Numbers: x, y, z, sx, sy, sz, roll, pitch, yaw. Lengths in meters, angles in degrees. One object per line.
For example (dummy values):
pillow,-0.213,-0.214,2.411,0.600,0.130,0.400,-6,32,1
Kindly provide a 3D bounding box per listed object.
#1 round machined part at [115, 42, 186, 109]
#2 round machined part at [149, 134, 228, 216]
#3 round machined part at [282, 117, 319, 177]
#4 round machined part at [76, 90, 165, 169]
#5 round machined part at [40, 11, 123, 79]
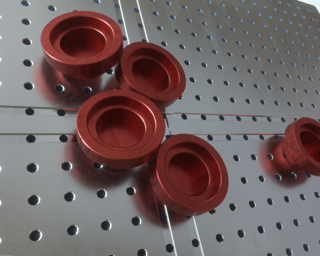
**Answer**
round machined part,-0.016,-0.068,0.431,0.099,0.042,0.098,14,56,-22
round machined part,0.031,0.059,0.380,0.099,0.042,0.098,14,56,-21
round machined part,0.243,0.034,0.511,0.099,0.042,0.098,14,56,-21
round machined part,-0.046,0.005,0.361,0.099,0.042,0.098,7,53,-9
round machined part,-0.096,-0.101,0.395,0.099,0.042,0.098,3,57,-4
